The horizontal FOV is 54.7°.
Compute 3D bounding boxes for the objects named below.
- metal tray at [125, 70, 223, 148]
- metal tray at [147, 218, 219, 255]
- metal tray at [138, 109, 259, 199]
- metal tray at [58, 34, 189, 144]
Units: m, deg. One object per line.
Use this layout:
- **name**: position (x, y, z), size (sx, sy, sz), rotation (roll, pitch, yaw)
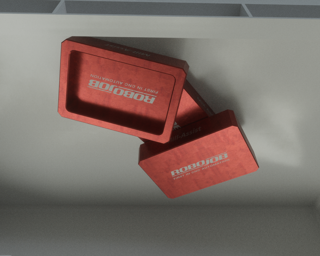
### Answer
- **metal tray**: position (0.024, -0.002, 0.404), size (0.090, 0.030, 0.130), rotation (-31, 124, 23)
- **metal tray**: position (0.041, 0.232, 0.606), size (0.091, 0.030, 0.129), rotation (21, 127, -17)
- **metal tray**: position (0.049, 0.038, 0.400), size (0.130, 0.030, 0.090), rotation (-23, 128, 17)
- **metal tray**: position (-0.042, -0.042, 0.340), size (0.131, 0.030, 0.089), rotation (15, 118, 3)
